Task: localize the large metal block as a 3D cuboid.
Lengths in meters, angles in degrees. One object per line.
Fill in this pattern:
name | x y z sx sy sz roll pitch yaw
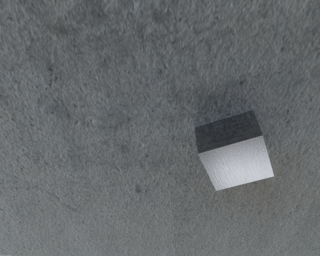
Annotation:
large metal block | 0.100 0.032 0.419 0.080 0.050 0.080 -18 128 14
